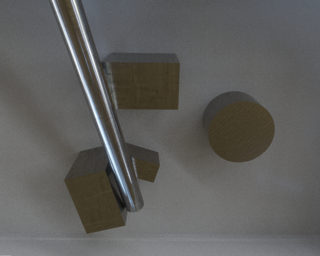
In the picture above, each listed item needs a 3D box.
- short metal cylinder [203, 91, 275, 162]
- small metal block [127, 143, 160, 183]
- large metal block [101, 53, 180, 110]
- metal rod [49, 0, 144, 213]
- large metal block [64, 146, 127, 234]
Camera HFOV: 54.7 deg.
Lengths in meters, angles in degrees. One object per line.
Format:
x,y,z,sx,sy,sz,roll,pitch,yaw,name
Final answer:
0.099,-0.003,0.399,0.081,0.050,0.079,0,110,-1,short metal cylinder
-0.029,0.045,0.413,0.050,0.050,0.025,17,103,-7,small metal block
-0.021,-0.057,0.361,0.081,0.080,0.050,1,110,-1,large metal block
-0.059,-0.018,0.317,0.025,0.025,0.298,-10,126,3,metal rod
-0.077,0.077,0.409,0.050,0.080,0.080,-14,110,5,large metal block
